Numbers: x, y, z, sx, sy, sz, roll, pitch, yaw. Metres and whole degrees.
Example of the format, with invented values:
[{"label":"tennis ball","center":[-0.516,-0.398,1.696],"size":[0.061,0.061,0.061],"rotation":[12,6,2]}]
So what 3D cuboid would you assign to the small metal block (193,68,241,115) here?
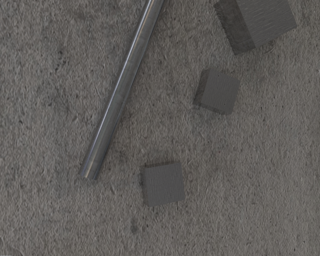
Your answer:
[{"label":"small metal block","center":[0.080,-0.051,0.439],"size":[0.050,0.025,0.050],"rotation":[19,84,-19]}]

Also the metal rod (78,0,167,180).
[{"label":"metal rod","center":[-0.037,-0.080,0.395],"size":[0.025,0.025,0.299],"rotation":[23,82,-19]}]

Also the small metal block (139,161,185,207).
[{"label":"small metal block","center":[0.003,0.073,0.410],"size":[0.050,0.025,0.050],"rotation":[-7,93,-20]}]

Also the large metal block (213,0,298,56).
[{"label":"large metal block","center":[0.137,-0.162,0.446],"size":[0.080,0.050,0.080],"rotation":[-29,100,-18]}]
